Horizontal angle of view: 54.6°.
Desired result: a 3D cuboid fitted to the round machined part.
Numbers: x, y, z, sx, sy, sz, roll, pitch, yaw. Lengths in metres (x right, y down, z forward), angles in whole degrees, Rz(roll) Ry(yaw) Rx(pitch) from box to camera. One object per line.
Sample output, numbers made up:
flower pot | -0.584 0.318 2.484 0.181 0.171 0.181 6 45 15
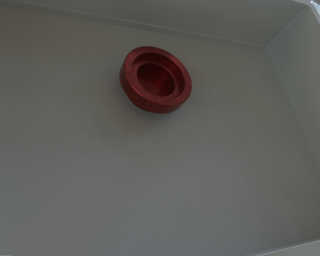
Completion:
round machined part | -0.009 -0.061 0.427 0.099 0.042 0.098 13 56 -21
